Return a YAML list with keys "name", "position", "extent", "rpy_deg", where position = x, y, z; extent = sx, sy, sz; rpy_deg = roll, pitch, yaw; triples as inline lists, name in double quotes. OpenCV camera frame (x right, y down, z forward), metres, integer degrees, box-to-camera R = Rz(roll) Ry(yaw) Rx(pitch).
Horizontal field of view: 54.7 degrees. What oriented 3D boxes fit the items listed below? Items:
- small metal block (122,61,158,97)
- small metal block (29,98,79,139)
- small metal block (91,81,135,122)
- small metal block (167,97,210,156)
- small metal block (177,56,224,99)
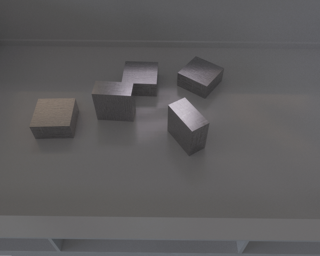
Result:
- name: "small metal block"
  position: [-0.029, -0.075, 0.467]
  extent: [0.050, 0.025, 0.050]
  rpy_deg: [2, 50, 1]
- name: "small metal block"
  position: [-0.140, -0.013, 0.415]
  extent: [0.050, 0.025, 0.050]
  rpy_deg: [-1, 50, -1]
- name: "small metal block"
  position: [-0.061, -0.035, 0.418]
  extent: [0.050, 0.050, 0.025]
  rpy_deg: [3, 50, 3]
- name: "small metal block"
  position: [0.034, -0.001, 0.390]
  extent: [0.025, 0.050, 0.050]
  rpy_deg: [-26, 55, -20]
- name: "small metal block"
  position: [0.061, -0.078, 0.471]
  extent: [0.050, 0.025, 0.050]
  rpy_deg: [29, 56, 22]
